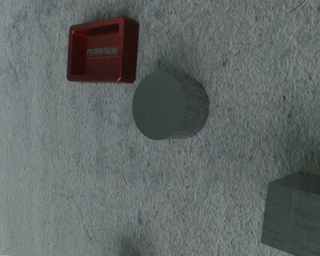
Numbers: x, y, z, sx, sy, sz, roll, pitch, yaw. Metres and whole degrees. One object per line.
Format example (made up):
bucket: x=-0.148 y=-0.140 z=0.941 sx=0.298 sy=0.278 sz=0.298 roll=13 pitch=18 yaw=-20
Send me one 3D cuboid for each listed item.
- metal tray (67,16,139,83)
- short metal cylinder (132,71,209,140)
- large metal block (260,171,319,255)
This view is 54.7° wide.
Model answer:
metal tray: x=-0.092 y=-0.116 z=0.477 sx=0.130 sy=0.030 sz=0.089 roll=7 pitch=95 yaw=39
short metal cylinder: x=0.013 y=-0.026 z=0.378 sx=0.080 sy=0.050 sz=0.079 roll=0 pitch=90 yaw=40
large metal block: x=0.140 y=0.073 z=0.254 sx=0.080 sy=0.081 sz=0.050 roll=9 pitch=96 yaw=39
